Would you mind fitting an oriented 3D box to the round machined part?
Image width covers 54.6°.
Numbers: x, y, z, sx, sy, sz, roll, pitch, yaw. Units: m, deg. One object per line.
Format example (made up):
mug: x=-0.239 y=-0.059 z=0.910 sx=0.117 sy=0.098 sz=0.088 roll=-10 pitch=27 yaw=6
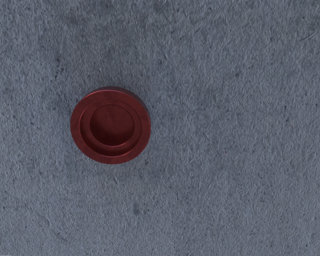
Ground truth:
round machined part: x=-0.060 y=-0.006 z=0.398 sx=0.099 sy=0.042 sz=0.097 roll=0 pitch=110 yaw=0
